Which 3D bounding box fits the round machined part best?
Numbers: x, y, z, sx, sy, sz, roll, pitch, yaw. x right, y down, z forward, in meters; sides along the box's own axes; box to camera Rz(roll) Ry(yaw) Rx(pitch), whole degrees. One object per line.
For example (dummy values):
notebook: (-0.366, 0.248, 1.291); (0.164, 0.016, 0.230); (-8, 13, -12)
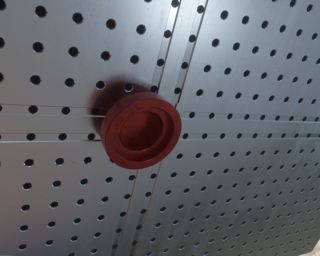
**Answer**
round machined part: (-0.026, 0.000, 0.385); (0.099, 0.042, 0.097); (-14, 124, -21)
